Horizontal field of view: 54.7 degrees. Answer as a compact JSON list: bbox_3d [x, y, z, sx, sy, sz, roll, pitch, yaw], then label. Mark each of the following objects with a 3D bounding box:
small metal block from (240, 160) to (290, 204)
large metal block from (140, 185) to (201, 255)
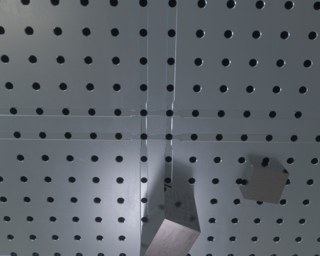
[{"bbox_3d":[0.148,0.077,0.443,0.050,0.025,0.050,10,110,-4],"label":"small metal block"},{"bbox_3d":[0.012,0.142,0.436,0.050,0.080,0.080,24,108,-9],"label":"large metal block"}]
